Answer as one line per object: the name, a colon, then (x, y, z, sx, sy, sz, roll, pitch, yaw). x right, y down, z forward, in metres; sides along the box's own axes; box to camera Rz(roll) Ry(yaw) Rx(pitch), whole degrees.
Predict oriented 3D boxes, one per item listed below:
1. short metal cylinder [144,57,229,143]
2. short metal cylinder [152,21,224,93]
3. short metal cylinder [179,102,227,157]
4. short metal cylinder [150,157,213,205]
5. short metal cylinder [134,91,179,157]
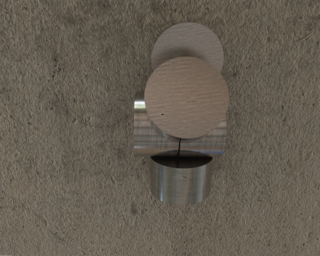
short metal cylinder: (0.025, -0.026, 0.318, 0.081, 0.050, 0.080, 0, 82, -1)
short metal cylinder: (0.031, -0.084, 0.368, 0.081, 0.050, 0.079, 0, 110, -1)
short metal cylinder: (0.048, -0.004, 0.380, 0.050, 0.080, 0.079, 0, 110, 0)
short metal cylinder: (0.027, 0.056, 0.403, 0.081, 0.080, 0.050, 0, 110, -1)
short metal cylinder: (-0.004, -0.005, 0.380, 0.050, 0.080, 0.079, 1, 110, -1)
